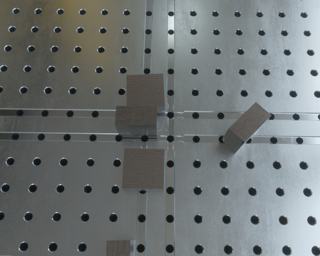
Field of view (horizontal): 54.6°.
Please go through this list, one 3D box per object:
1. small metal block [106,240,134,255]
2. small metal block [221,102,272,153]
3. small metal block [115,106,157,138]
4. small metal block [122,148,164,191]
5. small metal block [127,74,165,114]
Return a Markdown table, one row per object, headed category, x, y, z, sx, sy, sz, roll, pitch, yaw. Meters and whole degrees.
| category | x | y | z | sx | sy | sz | roll | pitch | yaw |
| --- | --- | --- | --- | --- | --- | --- | --- | --- | --- |
| small metal block | -0.043 | 0.151 | 0.343 | 0.025 | 0.050 | 0.050 | -1 | 70 | 0 |
| small metal block | 0.110 | 0.001 | 0.399 | 0.050 | 0.050 | 0.025 | -42 | 75 | -14 |
| small metal block | -0.029 | -0.007 | 0.401 | 0.050 | 0.050 | 0.025 | 1 | 70 | 0 |
| small metal block | -0.020 | 0.054 | 0.392 | 0.050 | 0.025 | 0.050 | 1 | 70 | 0 |
| small metal block | -0.020 | -0.046 | 0.429 | 0.050 | 0.025 | 0.050 | -3 | 70 | -1 |
